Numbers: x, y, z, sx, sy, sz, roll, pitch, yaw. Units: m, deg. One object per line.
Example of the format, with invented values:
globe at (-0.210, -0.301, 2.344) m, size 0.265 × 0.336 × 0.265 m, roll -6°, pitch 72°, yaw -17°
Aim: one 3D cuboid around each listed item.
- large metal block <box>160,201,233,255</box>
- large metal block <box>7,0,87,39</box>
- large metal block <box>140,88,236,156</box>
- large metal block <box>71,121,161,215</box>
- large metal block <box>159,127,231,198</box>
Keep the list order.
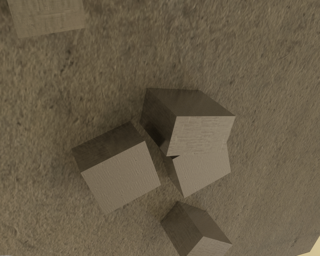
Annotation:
large metal block at (0.059, 0.175, 0.514) m, size 0.080 × 0.080 × 0.050 m, roll 30°, pitch 102°, yaw -38°
large metal block at (-0.099, -0.124, 0.241) m, size 0.050 × 0.080 × 0.079 m, roll -17°, pitch 125°, yaw -19°
large metal block at (0.031, -0.010, 0.384) m, size 0.081 × 0.080 × 0.050 m, roll -1°, pitch 119°, yaw -28°
large metal block at (-0.054, 0.050, 0.394) m, size 0.080 × 0.050 × 0.080 m, roll -27°, pitch 128°, yaw -12°
large metal block at (0.050, 0.041, 0.445) m, size 0.080 × 0.050 × 0.080 m, roll -27°, pitch 128°, yaw -12°
